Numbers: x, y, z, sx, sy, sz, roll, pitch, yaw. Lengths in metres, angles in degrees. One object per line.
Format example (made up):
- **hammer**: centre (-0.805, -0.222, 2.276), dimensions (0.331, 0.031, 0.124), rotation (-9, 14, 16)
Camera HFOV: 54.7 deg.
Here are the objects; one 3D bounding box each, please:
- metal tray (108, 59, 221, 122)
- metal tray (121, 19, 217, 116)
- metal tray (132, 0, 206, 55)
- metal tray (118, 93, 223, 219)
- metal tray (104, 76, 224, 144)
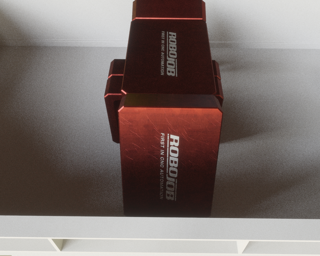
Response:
- **metal tray**: centre (0.005, -0.043, 0.397), dimensions (0.131, 0.090, 0.030), rotation (1, 50, 0)
- **metal tray**: centre (0.009, -0.072, 0.343), dimensions (0.091, 0.030, 0.130), rotation (1, 50, 0)
- **metal tray**: centre (0.011, -0.124, 0.438), dimensions (0.091, 0.130, 0.030), rotation (1, 71, 0)
- **metal tray**: centre (0.009, 0.032, 0.306), dimensions (0.091, 0.129, 0.030), rotation (1, 28, 0)
- **metal tray**: centre (0.005, -0.019, 0.378), dimensions (0.131, 0.090, 0.030), rotation (1, 50, 0)
